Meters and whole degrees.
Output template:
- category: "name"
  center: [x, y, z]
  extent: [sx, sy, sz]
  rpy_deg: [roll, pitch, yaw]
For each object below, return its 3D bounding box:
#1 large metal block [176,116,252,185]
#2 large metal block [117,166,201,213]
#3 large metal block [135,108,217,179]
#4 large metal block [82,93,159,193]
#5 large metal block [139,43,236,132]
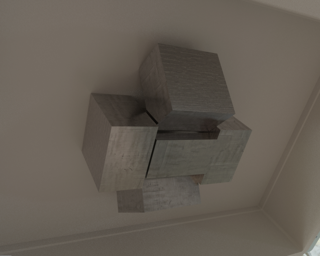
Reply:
- category: "large metal block"
  center: [0.066, 0.018, 0.419]
  extent: [0.050, 0.080, 0.079]
  rpy_deg: [1, 118, -29]
- category: "large metal block"
  center: [-0.005, 0.081, 0.410]
  extent: [0.081, 0.080, 0.050]
  rpy_deg: [0, 77, -30]
- category: "large metal block"
  center: [0.009, 0.016, 0.386]
  extent: [0.081, 0.080, 0.050]
  rpy_deg: [1, 118, -29]
- category: "large metal block"
  center: [-0.050, 0.014, 0.353]
  extent: [0.050, 0.080, 0.079]
  rpy_deg: [1, 118, -29]
- category: "large metal block"
  center: [0.029, -0.043, 0.353]
  extent: [0.081, 0.080, 0.050]
  rpy_deg: [1, 155, -29]
